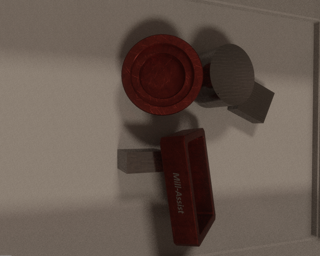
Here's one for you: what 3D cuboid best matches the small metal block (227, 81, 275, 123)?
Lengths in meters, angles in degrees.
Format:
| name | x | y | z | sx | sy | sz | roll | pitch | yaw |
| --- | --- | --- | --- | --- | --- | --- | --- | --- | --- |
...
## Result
| name | x | y | z | sx | sy | sz | roll | pitch | yaw |
| --- | --- | --- | --- | --- | --- | --- | --- | --- | --- |
| small metal block | 0.136 | -0.040 | 0.463 | 0.050 | 0.025 | 0.050 | 25 | 82 | -19 |

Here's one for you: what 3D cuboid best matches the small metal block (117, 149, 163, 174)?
| name | x | y | z | sx | sy | sz | roll | pitch | yaw |
| --- | --- | --- | --- | --- | --- | --- | --- | --- | --- |
| small metal block | -0.023 | 0.040 | 0.390 | 0.050 | 0.050 | 0.025 | 0 | 90 | -20 |

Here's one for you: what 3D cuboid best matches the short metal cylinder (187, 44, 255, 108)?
| name | x | y | z | sx | sy | sz | roll | pitch | yaw |
| --- | --- | --- | --- | --- | --- | --- | --- | --- | --- |
| short metal cylinder | 0.081 | -0.068 | 0.420 | 0.081 | 0.050 | 0.079 | 1 | 89 | -33 |

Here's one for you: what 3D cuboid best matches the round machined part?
| name | x | y | z | sx | sy | sz | roll | pitch | yaw |
| --- | --- | --- | --- | --- | --- | --- | --- | --- | --- |
| round machined part | 0.003 | -0.065 | 0.392 | 0.099 | 0.042 | 0.097 | 0 | 93 | 1 |

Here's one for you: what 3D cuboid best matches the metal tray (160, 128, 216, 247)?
| name | x | y | z | sx | sy | sz | roll | pitch | yaw |
| --- | --- | --- | --- | --- | --- | --- | --- | --- | --- |
| metal tray | 0.039 | 0.069 | 0.393 | 0.030 | 0.090 | 0.129 | -7 | 93 | 23 |
